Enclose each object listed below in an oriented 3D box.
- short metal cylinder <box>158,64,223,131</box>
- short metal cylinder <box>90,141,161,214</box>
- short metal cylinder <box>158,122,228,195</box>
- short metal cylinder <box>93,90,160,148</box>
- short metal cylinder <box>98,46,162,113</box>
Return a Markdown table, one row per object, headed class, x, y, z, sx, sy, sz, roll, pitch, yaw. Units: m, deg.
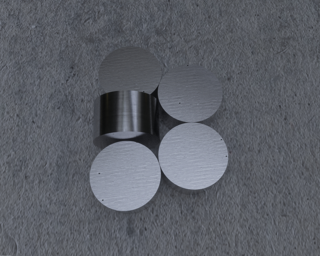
| class | x | y | z | sx | sy | sz | roll | pitch | yaw |
| --- | --- | --- | --- | --- | --- | --- | --- | --- | --- |
| short metal cylinder | 0.038 | -0.036 | 0.409 | 0.081 | 0.050 | 0.080 | 0 | 71 | 0 |
| short metal cylinder | -0.039 | 0.061 | 0.373 | 0.080 | 0.050 | 0.080 | 0 | 70 | 1 |
| short metal cylinder | 0.039 | 0.039 | 0.381 | 0.080 | 0.050 | 0.080 | 0 | 70 | 1 |
| short metal cylinder | -0.041 | -0.006 | 0.382 | 0.081 | 0.080 | 0.050 | -3 | 70 | -1 |
| short metal cylinder | -0.038 | -0.062 | 0.418 | 0.080 | 0.050 | 0.080 | 0 | 70 | 1 |
